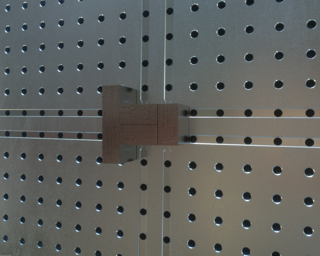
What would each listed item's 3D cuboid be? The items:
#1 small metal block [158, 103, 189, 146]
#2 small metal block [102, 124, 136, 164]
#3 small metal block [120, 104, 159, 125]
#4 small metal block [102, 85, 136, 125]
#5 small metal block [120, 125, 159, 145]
[{"bbox_3d":[0.018,-0.004,0.391,0.025,0.050,0.050,0,90,20],"label":"small metal block"},{"bbox_3d":[-0.054,0.020,0.416,0.025,0.050,0.050,0,90,20],"label":"small metal block"},{"bbox_3d":[-0.018,-0.017,0.404,0.050,0.050,0.025,0,90,19],"label":"small metal block"},{"bbox_3d":[-0.054,-0.029,0.416,0.025,0.050,0.050,0,90,20],"label":"small metal block"},{"bbox_3d":[-0.018,0.008,0.404,0.050,0.050,0.025,0,90,19],"label":"small metal block"}]
